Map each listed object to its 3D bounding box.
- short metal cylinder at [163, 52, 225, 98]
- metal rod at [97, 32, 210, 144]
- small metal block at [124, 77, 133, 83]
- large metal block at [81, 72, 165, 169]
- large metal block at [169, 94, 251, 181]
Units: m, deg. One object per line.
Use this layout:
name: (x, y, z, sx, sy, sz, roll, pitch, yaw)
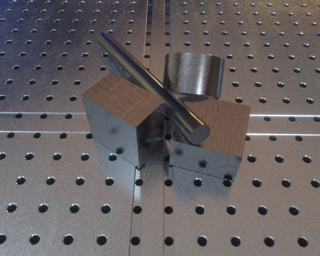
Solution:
short metal cylinder: (0.045, -0.070, 0.422, 0.080, 0.080, 0.050, 7, 94, 5)
metal rod: (-0.027, -0.073, 0.430, 0.025, 0.025, 0.300, -22, 42, -18)
small metal block: (-0.040, -0.047, 0.447, 0.050, 0.025, 0.050, -19, 53, -16)
large metal block: (-0.042, -0.009, 0.378, 0.080, 0.080, 0.050, 30, 56, 22)
large metal block: (0.062, 0.010, 0.383, 0.080, 0.050, 0.080, 14, 51, 11)
